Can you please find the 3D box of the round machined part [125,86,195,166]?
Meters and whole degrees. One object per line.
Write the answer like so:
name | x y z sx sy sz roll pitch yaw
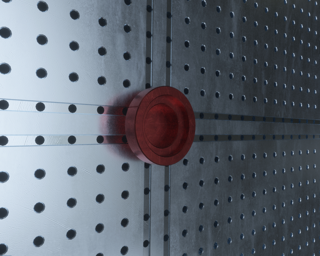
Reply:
round machined part | -0.004 -0.003 0.394 0.099 0.042 0.097 0 90 -40
